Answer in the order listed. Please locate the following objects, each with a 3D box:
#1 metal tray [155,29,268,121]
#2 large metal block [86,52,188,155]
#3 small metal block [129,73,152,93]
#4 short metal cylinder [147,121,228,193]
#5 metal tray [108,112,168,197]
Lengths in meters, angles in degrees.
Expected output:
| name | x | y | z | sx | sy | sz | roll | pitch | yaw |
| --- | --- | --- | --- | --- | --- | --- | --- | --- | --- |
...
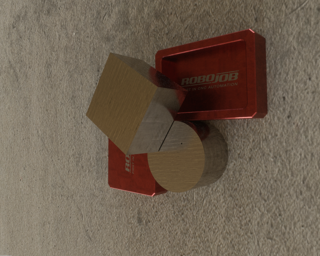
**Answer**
| name | x | y | z | sx | sy | sz | roll | pitch | yaw |
| --- | --- | --- | --- | --- | --- | --- | --- | --- | --- |
| metal tray | 0.054 | -0.054 | 0.359 | 0.130 | 0.030 | 0.089 | -2 | 89 | 40 |
| large metal block | -0.028 | -0.027 | 0.346 | 0.080 | 0.050 | 0.079 | 40 | 114 | 32 |
| small metal block | -0.023 | -0.055 | 0.409 | 0.050 | 0.050 | 0.025 | 1 | 91 | 40 |
| short metal cylinder | 0.032 | 0.032 | 0.363 | 0.080 | 0.050 | 0.080 | 0 | 90 | 40 |
| metal tray | -0.031 | 0.022 | 0.430 | 0.090 | 0.030 | 0.129 | 1 | 91 | 40 |
